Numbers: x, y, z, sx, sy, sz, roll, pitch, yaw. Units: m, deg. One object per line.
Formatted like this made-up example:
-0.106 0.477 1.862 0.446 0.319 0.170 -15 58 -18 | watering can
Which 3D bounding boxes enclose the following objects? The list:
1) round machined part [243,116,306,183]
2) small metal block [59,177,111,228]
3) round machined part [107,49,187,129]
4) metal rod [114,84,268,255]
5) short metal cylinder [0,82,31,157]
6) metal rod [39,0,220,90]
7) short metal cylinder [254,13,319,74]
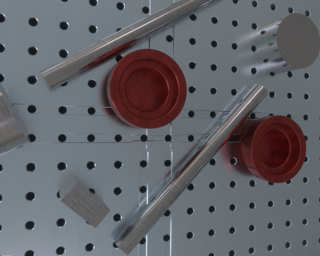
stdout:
0.165 0.031 0.464 0.099 0.042 0.097 0 90 -20 | round machined part
-0.090 0.086 0.366 0.050 0.050 0.025 44 76 -15 | small metal block
-0.019 -0.048 0.396 0.099 0.042 0.097 0 90 -20 | round machined part
0.051 0.048 0.431 0.301 0.025 0.025 -46 105 -14 | metal rod
-0.176 -0.009 0.318 0.050 0.080 0.080 -27 99 -18 | short metal cylinder
-0.014 -0.133 0.407 0.302 0.025 0.025 -33 101 -17 | metal rod
0.192 -0.126 0.470 0.081 0.050 0.080 0 90 -20 | short metal cylinder
